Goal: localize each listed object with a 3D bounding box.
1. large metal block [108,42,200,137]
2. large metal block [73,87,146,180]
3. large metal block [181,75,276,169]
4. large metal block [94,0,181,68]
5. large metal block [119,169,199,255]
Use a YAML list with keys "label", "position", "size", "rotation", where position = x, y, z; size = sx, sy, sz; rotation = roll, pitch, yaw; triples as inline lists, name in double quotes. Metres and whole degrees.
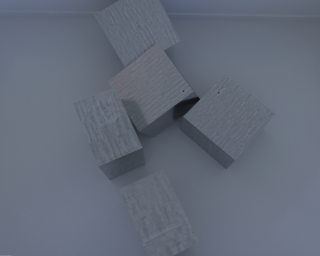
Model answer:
- label: "large metal block"
  position: [-0.006, -0.047, 0.399]
  size: [0.080, 0.050, 0.080]
  rotation: [-36, 72, 10]
- label: "large metal block"
  position: [-0.058, 0.010, 0.376]
  size: [0.050, 0.080, 0.080]
  rotation: [-23, 72, -8]
- label: "large metal block"
  position: [0.085, -0.007, 0.400]
  size: [0.080, 0.050, 0.080]
  rotation: [41, 75, 13]
- label: "large metal block"
  position: [-0.030, -0.134, 0.417]
  size: [0.080, 0.050, 0.080]
  rotation: [-30, 107, 3]
- label: "large metal block"
  position: [-0.002, 0.100, 0.344]
  size: [0.050, 0.080, 0.080]
  rotation: [-24, 72, -9]
